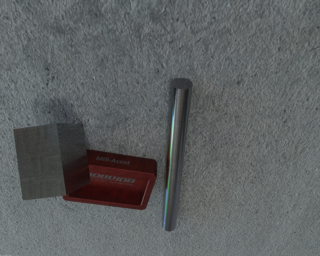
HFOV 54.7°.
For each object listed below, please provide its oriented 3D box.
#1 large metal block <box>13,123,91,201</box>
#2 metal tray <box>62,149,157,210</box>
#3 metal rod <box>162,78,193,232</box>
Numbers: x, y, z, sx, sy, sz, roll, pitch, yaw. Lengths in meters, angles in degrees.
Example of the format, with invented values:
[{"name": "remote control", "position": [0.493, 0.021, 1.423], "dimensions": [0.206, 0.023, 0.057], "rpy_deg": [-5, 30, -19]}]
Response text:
[{"name": "large metal block", "position": [-0.128, 0.037, 0.379], "dimensions": [0.050, 0.080, 0.080], "rpy_deg": [-8, 89, 6]}, {"name": "metal tray", "position": [-0.077, 0.080, 0.470], "dimensions": [0.131, 0.030, 0.089], "rpy_deg": [10, 130, -9]}, {"name": "metal rod", "position": [0.021, 0.061, 0.459], "dimensions": [0.025, 0.025, 0.298], "rpy_deg": [1, 130, -2]}]
